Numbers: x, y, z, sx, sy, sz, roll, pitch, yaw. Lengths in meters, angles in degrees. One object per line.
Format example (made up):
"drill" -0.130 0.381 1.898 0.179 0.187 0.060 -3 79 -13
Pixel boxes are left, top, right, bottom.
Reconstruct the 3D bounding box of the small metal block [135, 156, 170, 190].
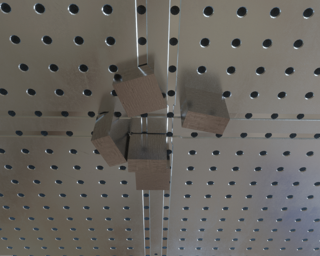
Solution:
"small metal block" -0.011 0.069 0.470 0.050 0.025 0.050 0 130 -1

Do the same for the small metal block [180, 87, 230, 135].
"small metal block" 0.053 -0.022 0.377 0.050 0.050 0.025 10 129 -9

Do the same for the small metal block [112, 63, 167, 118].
"small metal block" -0.023 -0.045 0.373 0.050 0.025 0.050 -14 129 11

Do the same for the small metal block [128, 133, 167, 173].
"small metal block" -0.017 0.034 0.424 0.050 0.050 0.025 1 130 -1

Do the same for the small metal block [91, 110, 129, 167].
"small metal block" -0.063 0.014 0.406 0.025 0.050 0.050 -17 128 13
